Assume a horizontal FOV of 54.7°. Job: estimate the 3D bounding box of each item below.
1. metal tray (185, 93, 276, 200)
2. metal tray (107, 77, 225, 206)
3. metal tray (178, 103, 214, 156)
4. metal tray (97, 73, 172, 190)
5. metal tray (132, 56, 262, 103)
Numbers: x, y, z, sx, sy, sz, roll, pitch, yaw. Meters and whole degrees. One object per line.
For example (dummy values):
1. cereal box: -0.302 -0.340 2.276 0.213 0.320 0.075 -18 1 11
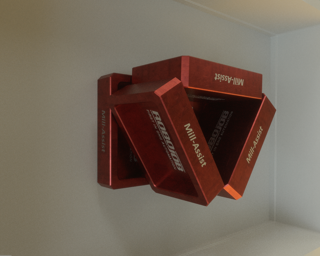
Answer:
1. metal tray: 0.079 0.018 0.388 0.030 0.090 0.130 43 64 -32
2. metal tray: 0.005 0.016 0.327 0.030 0.090 0.129 -38 114 -33
3. metal tray: 0.042 0.006 0.437 0.091 0.030 0.129 2 88 -40
4. metal tray: -0.029 0.004 0.378 0.091 0.030 0.129 1 89 -40
5. metal tray: 0.044 -0.051 0.359 0.131 0.090 0.030 2 89 -40
